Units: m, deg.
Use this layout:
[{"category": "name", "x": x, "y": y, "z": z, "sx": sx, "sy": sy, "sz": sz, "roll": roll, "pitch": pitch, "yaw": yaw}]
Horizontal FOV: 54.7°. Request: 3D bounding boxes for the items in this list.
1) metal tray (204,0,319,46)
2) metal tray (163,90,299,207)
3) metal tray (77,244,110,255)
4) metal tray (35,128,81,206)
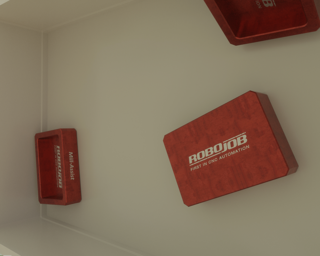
[{"category": "metal tray", "x": 0.081, "y": -0.133, "z": 0.272, "sx": 0.090, "sy": 0.130, "sz": 0.030, "roll": 0, "pitch": 60, "yaw": 40}, {"category": "metal tray", "x": 0.071, "y": 0.027, "z": 0.345, "sx": 0.130, "sy": 0.030, "sz": 0.090, "roll": -29, "pitch": 72, "yaw": 36}, {"category": "metal tray", "x": -0.080, "y": 0.250, "z": 0.471, "sx": 0.130, "sy": 0.030, "sz": 0.089, "roll": 17, "pitch": 102, "yaw": 38}, {"category": "metal tray", "x": -0.185, "y": 0.070, "z": 0.556, "sx": 0.090, "sy": 0.030, "sz": 0.129, "roll": -9, "pitch": 84, "yaw": 39}]
